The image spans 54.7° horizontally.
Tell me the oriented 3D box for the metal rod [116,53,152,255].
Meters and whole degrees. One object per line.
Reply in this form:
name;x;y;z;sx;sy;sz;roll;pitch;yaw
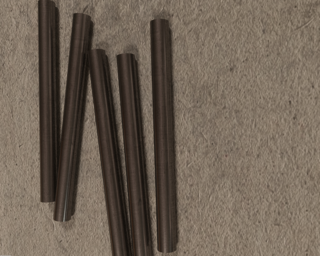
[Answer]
metal rod;-0.034;0.050;0.419;0.025;0.025;0.298;-6;88;19

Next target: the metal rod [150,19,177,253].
metal rod;0.004;0.009;0.406;0.025;0.025;0.298;-2;89;19

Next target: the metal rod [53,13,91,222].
metal rod;-0.129;-0.014;0.452;0.025;0.025;0.298;7;92;19

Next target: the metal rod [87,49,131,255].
metal rod;-0.071;0.039;0.432;0.025;0.025;0.298;-8;87;19

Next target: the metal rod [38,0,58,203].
metal rod;-0.169;-0.040;0.466;0.025;0.025;0.298;-1;90;19
